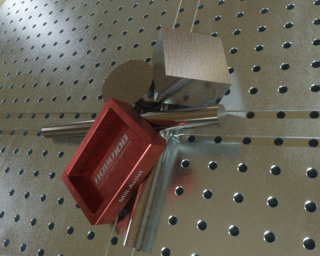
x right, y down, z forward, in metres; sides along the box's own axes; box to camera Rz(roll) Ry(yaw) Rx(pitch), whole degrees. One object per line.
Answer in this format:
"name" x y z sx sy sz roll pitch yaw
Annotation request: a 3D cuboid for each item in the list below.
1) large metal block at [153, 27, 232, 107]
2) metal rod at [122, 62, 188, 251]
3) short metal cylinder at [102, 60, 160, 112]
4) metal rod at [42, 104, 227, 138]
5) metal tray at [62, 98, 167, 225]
"large metal block" 0.037 -0.075 0.394 0.081 0.050 0.080 6 56 -15
"metal rod" 0.005 0.001 0.405 0.025 0.025 0.300 1 62 29
"short metal cylinder" -0.035 -0.050 0.440 0.080 0.050 0.080 -13 56 21
"metal rod" -0.057 -0.004 0.420 0.300 0.025 0.025 -4 60 34
"metal tray" -0.061 0.041 0.379 0.090 0.030 0.129 44 108 33
